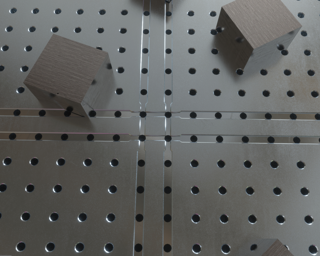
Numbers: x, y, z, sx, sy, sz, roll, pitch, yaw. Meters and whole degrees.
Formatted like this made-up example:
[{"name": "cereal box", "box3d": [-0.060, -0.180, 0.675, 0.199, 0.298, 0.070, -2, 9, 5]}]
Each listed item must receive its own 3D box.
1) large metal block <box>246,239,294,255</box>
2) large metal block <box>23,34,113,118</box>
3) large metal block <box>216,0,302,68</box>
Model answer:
[{"name": "large metal block", "box3d": [0.122, 0.179, 0.334, 0.080, 0.050, 0.080, -39, 75, -13]}, {"name": "large metal block", "box3d": [-0.121, -0.070, 0.423, 0.080, 0.050, 0.080, 20, 71, 7]}, {"name": "large metal block", "box3d": [0.141, -0.147, 0.454, 0.080, 0.050, 0.080, -27, 73, -10]}]
